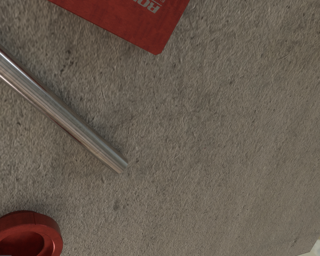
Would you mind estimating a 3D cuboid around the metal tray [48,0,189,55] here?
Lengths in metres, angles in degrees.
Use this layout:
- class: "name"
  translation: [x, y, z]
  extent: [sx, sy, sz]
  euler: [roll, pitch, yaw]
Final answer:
- class: "metal tray"
  translation: [-0.035, -0.138, 0.300]
  extent: [0.131, 0.030, 0.090]
  euler: [19, 108, -36]

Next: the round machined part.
- class: "round machined part"
  translation: [-0.176, 0.143, 0.389]
  extent: [0.099, 0.042, 0.097]
  euler: [-14, 125, -21]

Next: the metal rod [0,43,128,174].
- class: "metal rod"
  translation: [-0.128, -0.038, 0.314]
  extent: [0.025, 0.025, 0.300]
  euler: [-41, 130, 0]
